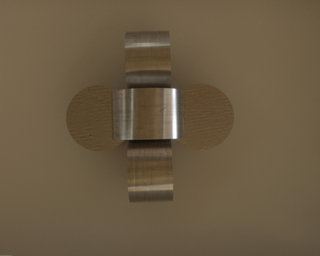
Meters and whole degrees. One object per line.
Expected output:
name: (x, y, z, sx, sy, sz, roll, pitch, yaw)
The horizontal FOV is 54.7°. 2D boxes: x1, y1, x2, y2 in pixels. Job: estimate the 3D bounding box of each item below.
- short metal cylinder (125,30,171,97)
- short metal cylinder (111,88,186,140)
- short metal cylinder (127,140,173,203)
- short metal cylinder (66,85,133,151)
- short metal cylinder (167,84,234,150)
short metal cylinder: (-0.014, -0.078, 0.382, 0.050, 0.080, 0.080, -2, 90, -1)
short metal cylinder: (-0.012, -0.014, 0.338, 0.081, 0.080, 0.050, -1, 90, 0)
short metal cylinder: (-0.011, 0.050, 0.382, 0.050, 0.080, 0.080, -2, 90, -1)
short metal cylinder: (-0.072, -0.012, 0.396, 0.081, 0.050, 0.080, 0, 90, 0)
short metal cylinder: (0.049, -0.013, 0.397, 0.081, 0.050, 0.080, 0, 90, 0)
